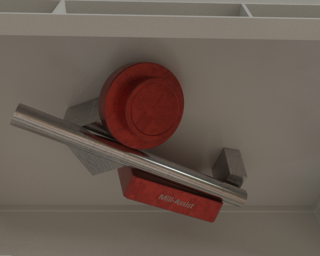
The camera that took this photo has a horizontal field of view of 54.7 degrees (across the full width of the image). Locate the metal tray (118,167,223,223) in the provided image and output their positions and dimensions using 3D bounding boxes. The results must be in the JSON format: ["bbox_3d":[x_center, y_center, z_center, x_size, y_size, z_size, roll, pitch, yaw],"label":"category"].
[{"bbox_3d":[0.011,0.080,0.428,0.131,0.090,0.030,20,100,-18],"label":"metal tray"}]

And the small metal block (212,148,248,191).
[{"bbox_3d":[0.099,0.066,0.448,0.025,0.050,0.050,11,129,-10],"label":"small metal block"}]

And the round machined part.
[{"bbox_3d":[-0.014,-0.023,0.342,0.099,0.042,0.097,-7,104,-28],"label":"round machined part"}]

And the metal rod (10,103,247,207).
[{"bbox_3d":[-0.020,0.040,0.374,0.302,0.025,0.025,23,126,-19],"label":"metal rod"}]

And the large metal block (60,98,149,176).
[{"bbox_3d":[-0.067,0.008,0.396,0.080,0.050,0.080,-18,128,14],"label":"large metal block"}]
